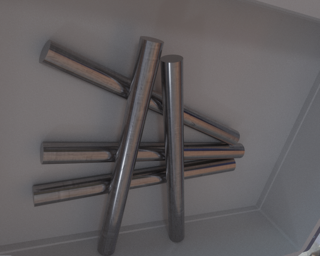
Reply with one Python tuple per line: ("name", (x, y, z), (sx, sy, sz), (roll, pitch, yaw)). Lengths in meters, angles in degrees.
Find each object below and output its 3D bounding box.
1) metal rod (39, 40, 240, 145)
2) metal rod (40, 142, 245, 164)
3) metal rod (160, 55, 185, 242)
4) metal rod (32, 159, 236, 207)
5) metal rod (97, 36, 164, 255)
("metal rod", (0.001, -0.030, 0.390), (0.302, 0.025, 0.025), (22, 107, -37))
("metal rod", (-0.003, 0.033, 0.426), (0.303, 0.025, 0.025), (2, 118, -30))
("metal rod", (0.020, 0.049, 0.417), (0.025, 0.025, 0.298), (-17, 125, -19))
("metal rod", (-0.018, 0.071, 0.442), (0.303, 0.025, 0.025), (-5, 121, -26))
("metal rod", (-0.042, 0.041, 0.377), (0.025, 0.025, 0.298), (0, 119, -29))
